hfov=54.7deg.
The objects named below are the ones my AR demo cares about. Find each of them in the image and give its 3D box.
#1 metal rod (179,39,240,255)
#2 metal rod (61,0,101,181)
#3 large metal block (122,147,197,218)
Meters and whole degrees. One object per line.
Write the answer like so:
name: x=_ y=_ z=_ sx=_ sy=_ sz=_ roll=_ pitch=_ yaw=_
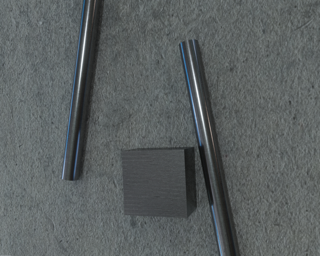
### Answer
metal rod: x=0.063 y=0.038 z=0.386 sx=0.025 sy=0.025 sz=0.298 roll=-12 pitch=86 yaw=19
metal rod: x=-0.112 y=-0.073 z=0.446 sx=0.025 sy=0.025 sz=0.298 roll=9 pitch=93 yaw=19
large metal block: x=0.000 y=0.066 z=0.395 sx=0.080 sy=0.050 sz=0.079 roll=-3 pitch=89 yaw=19
